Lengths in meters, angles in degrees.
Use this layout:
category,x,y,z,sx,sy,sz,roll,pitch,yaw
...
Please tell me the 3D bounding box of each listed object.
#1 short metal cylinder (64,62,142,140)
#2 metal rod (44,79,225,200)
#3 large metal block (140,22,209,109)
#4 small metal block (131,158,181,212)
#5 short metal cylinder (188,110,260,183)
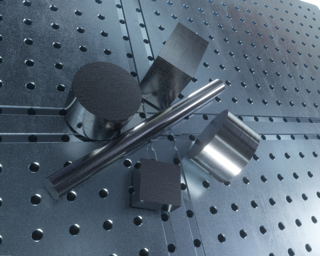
category,x,y,z,sx,sy,sz,roll,pitch,yaw
short metal cylinder,-0.068,-0.032,0.370,0.081,0.050,0.080,14,56,-21
metal rod,-0.008,-0.003,0.401,0.302,0.025,0.025,-32,80,-38
large metal block,0.016,-0.083,0.428,0.050,0.080,0.080,32,52,-8
small metal block,-0.004,0.067,0.361,0.050,0.025,0.050,14,56,-21
short metal cylinder,0.081,0.023,0.398,0.050,0.080,0.080,38,51,-4
